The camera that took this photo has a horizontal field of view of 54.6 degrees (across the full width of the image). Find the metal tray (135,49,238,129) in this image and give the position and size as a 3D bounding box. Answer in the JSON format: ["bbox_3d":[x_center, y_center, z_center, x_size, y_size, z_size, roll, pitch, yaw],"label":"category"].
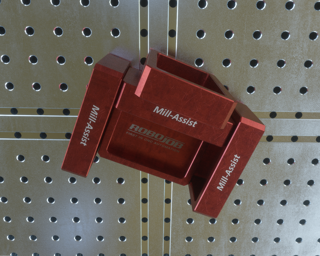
[{"bbox_3d":[0.024,-0.048,0.339,0.090,0.130,0.030,21,109,-8],"label":"metal tray"}]

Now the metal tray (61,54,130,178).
[{"bbox_3d":[-0.075,-0.018,0.371,0.030,0.090,0.129,20,109,-8],"label":"metal tray"}]

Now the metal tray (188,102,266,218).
[{"bbox_3d":[0.077,0.035,0.391,0.030,0.090,0.129,21,109,-7],"label":"metal tray"}]

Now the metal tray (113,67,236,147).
[{"bbox_3d":[0.016,-0.028,0.368,0.131,0.090,0.030,20,109,-8],"label":"metal tray"}]

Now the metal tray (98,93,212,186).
[{"bbox_3d":[-0.006,0.015,0.415,0.131,0.030,0.089,21,109,-8],"label":"metal tray"}]
